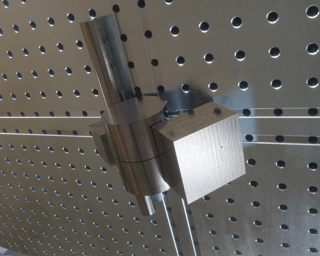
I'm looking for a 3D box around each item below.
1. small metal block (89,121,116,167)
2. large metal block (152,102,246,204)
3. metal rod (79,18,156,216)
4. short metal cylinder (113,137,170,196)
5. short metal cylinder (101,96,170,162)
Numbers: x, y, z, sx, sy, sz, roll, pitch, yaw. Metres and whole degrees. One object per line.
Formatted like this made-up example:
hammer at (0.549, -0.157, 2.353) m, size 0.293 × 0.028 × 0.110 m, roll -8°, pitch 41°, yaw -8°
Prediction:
small metal block at (-0.075, 0.021, 0.444) m, size 0.050 × 0.025 × 0.050 m, roll 29°, pitch 138°, yaw 56°
large metal block at (0.046, 0.026, 0.353) m, size 0.050 × 0.081 × 0.080 m, roll 35°, pitch 143°, yaw 57°
metal rod at (-0.052, 0.002, 0.434) m, size 0.025 × 0.025 × 0.298 m, roll 0°, pitch 119°, yaw 28°
short metal cylinder at (-0.015, 0.043, 0.405) m, size 0.080 × 0.080 × 0.050 m, roll 1°, pitch 119°, yaw 28°
short metal cylinder at (-0.027, -0.001, 0.384) m, size 0.080 × 0.080 × 0.050 m, roll 1°, pitch 119°, yaw 28°
